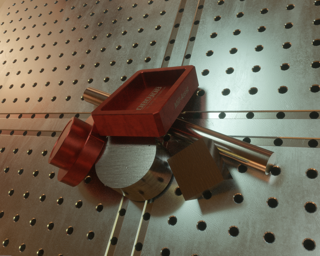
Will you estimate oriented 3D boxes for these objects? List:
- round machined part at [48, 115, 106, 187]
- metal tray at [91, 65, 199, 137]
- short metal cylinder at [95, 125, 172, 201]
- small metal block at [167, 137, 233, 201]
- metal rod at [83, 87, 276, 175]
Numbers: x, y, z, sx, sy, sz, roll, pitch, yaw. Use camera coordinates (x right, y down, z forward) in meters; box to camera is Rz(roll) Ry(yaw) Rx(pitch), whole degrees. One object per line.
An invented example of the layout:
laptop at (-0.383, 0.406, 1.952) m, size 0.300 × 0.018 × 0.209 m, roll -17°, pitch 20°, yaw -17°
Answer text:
round machined part at (-0.111, 0.024, 0.406) m, size 0.098 × 0.042 × 0.098 m, roll -47°, pitch 25°, yaw 30°
metal tray at (-0.014, -0.038, 0.393) m, size 0.090 × 0.030 × 0.131 m, roll 0°, pitch 33°, yaw 27°
short metal cylinder at (-0.030, 0.043, 0.377) m, size 0.080 × 0.050 × 0.080 m, roll -13°, pitch 56°, yaw 21°
small metal block at (0.043, 0.045, 0.339) m, size 0.050 × 0.025 × 0.050 m, roll -36°, pitch 66°, yaw 25°
metal rod at (0.001, -0.008, 0.408) m, size 0.300 × 0.025 × 0.025 m, roll 22°, pitch 73°, yaw 36°
